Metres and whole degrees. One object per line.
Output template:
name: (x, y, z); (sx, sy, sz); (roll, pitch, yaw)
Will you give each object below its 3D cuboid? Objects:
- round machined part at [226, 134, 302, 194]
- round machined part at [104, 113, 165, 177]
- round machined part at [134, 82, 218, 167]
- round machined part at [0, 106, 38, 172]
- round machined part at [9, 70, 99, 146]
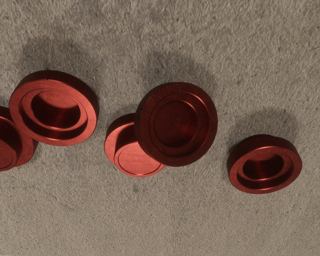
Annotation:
round machined part: (0.144, 0.047, 0.438); (0.099, 0.042, 0.097); (-1, 130, 0)
round machined part: (-0.026, 0.030, 0.421); (0.099, 0.042, 0.097); (-1, 130, 0)
round machined part: (0.016, -0.006, 0.371); (0.099, 0.042, 0.097); (-3, 99, -21)
round machined part: (-0.218, 0.020, 0.410); (0.099, 0.042, 0.097); (-1, 130, 0)
round machined part: (-0.122, -0.027, 0.371); (0.099, 0.042, 0.097); (-1, 130, 0)
